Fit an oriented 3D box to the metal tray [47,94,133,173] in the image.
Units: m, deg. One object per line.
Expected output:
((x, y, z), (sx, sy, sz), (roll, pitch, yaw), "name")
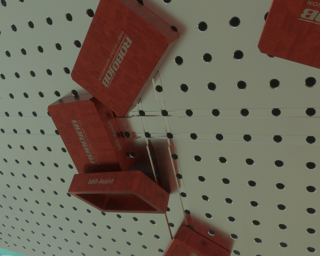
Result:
((-0.104, 0.014, 0.470), (0.090, 0.030, 0.129), (-5, 116, 30), "metal tray")

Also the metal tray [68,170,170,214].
((-0.063, 0.101, 0.476), (0.130, 0.030, 0.090), (-8, 143, 31), "metal tray")

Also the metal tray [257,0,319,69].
((0.162, -0.094, 0.264), (0.130, 0.030, 0.089), (21, 126, 15), "metal tray")

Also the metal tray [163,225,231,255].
((0.050, 0.231, 0.523), (0.090, 0.030, 0.129), (28, 128, 10), "metal tray")

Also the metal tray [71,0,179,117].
((-0.048, -0.086, 0.379), (0.090, 0.030, 0.129), (38, 129, 2), "metal tray")
